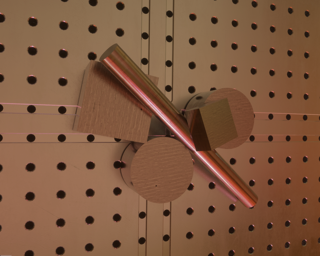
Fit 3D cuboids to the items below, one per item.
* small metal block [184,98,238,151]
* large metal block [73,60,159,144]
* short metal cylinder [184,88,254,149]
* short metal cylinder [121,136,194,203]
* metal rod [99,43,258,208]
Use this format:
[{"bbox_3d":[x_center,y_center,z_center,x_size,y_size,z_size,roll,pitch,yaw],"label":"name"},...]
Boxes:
[{"bbox_3d":[0.062,-0.004,0.371,0.050,0.025,0.050,-22,98,-37],"label":"small metal block"},{"bbox_3d":[-0.054,-0.028,0.374,0.081,0.050,0.080,12,86,-20],"label":"large metal block"},{"bbox_3d":[0.080,-0.013,0.425,0.081,0.050,0.079,0,90,-20],"label":"short metal cylinder"},{"bbox_3d":[-0.005,0.050,0.394,0.081,0.050,0.079,0,90,-20],"label":"short metal cylinder"},{"bbox_3d":[0.041,0.015,0.387,0.300,0.025,0.025,45,76,-29],"label":"metal rod"}]
